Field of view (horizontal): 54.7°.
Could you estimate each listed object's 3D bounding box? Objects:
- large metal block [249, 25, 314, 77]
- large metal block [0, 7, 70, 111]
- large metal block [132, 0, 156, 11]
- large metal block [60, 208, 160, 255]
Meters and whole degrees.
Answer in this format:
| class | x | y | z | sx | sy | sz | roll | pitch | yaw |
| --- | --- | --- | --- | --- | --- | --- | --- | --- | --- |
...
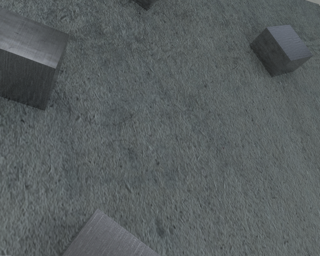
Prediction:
| class | x | y | z | sx | sy | sz | roll | pitch | yaw |
| --- | --- | --- | --- | --- | --- | --- | --- | --- | --- |
| large metal block | 0.238 | -0.153 | 0.609 | 0.081 | 0.050 | 0.080 | -18 | 71 | -35 |
| large metal block | -0.151 | -0.071 | 0.331 | 0.080 | 0.080 | 0.050 | 19 | 55 | -17 |
| large metal block | -0.029 | -0.262 | 0.532 | 0.080 | 0.050 | 0.080 | 34 | 51 | -6 |
| large metal block | -0.054 | 0.134 | 0.277 | 0.080 | 0.050 | 0.080 | 38 | 51 | -3 |
